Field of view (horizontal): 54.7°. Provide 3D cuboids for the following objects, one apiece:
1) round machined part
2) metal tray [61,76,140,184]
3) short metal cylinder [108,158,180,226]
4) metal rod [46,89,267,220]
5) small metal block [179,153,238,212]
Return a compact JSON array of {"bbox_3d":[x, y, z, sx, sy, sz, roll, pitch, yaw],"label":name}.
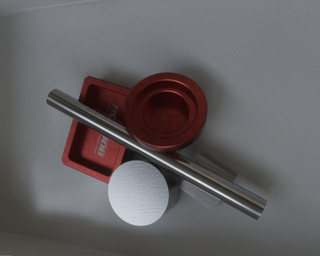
[{"bbox_3d":[0.008,-0.016,0.383,0.099,0.042,0.098,-2,68,5],"label":"round machined part"},{"bbox_3d":[-0.076,0.002,0.431,0.090,0.030,0.129,20,96,18],"label":"metal tray"},{"bbox_3d":[-0.019,0.079,0.401,0.080,0.050,0.079,0,90,19],"label":"short metal cylinder"},{"bbox_3d":[-0.016,0.025,0.383,0.301,0.025,0.025,27,99,15],"label":"metal rod"},{"bbox_3d":[0.060,0.066,0.387,0.050,0.025,0.050,33,100,16],"label":"small metal block"}]
